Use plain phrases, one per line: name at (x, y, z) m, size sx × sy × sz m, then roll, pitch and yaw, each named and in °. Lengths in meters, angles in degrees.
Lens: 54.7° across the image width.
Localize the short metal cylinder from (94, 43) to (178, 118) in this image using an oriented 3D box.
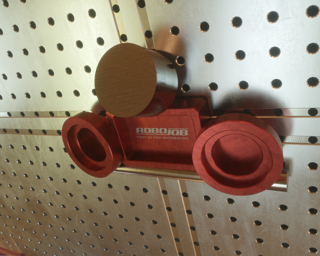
short metal cylinder at (-0.027, -0.052, 0.353) m, size 0.080 × 0.050 × 0.079 m, roll 1°, pitch 93°, yaw 28°

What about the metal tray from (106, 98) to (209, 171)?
metal tray at (0.001, 0.009, 0.407) m, size 0.130 × 0.030 × 0.089 m, roll 1°, pitch 120°, yaw 27°

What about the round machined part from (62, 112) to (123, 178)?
round machined part at (-0.092, 0.020, 0.450) m, size 0.098 × 0.042 × 0.097 m, roll 18°, pitch 126°, yaw 28°

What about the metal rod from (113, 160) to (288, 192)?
metal rod at (0.017, 0.059, 0.434) m, size 0.301 × 0.025 × 0.025 m, roll 2°, pitch 119°, yaw 27°

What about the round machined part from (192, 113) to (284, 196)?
round machined part at (0.089, 0.026, 0.358) m, size 0.098 × 0.042 × 0.097 m, roll 8°, pitch 119°, yaw 15°
